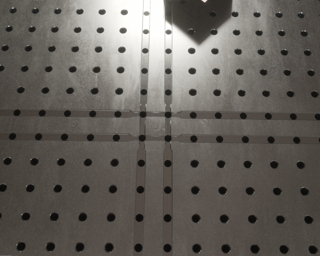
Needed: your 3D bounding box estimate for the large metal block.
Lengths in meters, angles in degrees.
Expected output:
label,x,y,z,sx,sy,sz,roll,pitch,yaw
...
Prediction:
label,x,y,z,sx,sy,sz,roll,pitch,yaw
large metal block,0.062,-0.222,0.480,0.080,0.050,0.080,42,75,13
